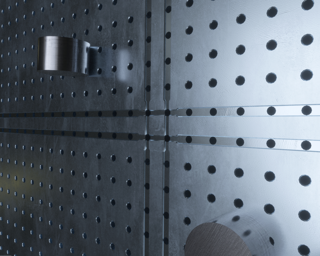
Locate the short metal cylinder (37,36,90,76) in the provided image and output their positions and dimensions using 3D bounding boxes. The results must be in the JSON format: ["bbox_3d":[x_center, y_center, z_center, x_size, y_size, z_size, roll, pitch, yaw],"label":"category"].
[{"bbox_3d":[-0.154,-0.113,0.498,0.080,0.081,0.050,5,93,39],"label":"short metal cylinder"}]

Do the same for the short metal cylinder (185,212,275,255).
[{"bbox_3d":[0.074,0.135,0.331,0.080,0.050,0.079,0,90,39],"label":"short metal cylinder"}]
